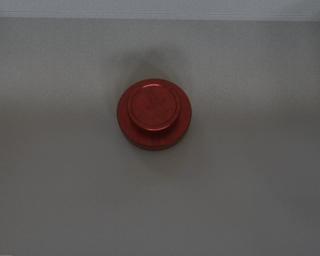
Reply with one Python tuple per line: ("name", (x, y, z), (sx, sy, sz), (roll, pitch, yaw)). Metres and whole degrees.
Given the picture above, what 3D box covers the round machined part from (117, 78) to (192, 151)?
("round machined part", (-0.007, -0.022, 0.406), (0.099, 0.042, 0.098), (0, 70, 0))
